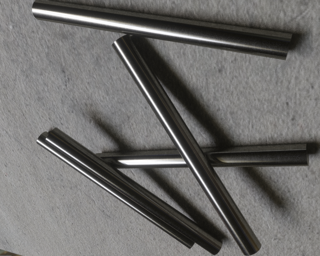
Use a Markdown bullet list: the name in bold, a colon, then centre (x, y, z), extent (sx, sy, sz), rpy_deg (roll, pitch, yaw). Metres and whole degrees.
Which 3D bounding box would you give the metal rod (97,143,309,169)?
- **metal rod**: centre (0.032, 0.041, 0.413), extent (0.300, 0.025, 0.025), rpy_deg (-5, 116, 30)

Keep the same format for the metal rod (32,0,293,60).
- **metal rod**: centre (-0.015, -0.113, 0.343), extent (0.301, 0.025, 0.025), rpy_deg (15, 124, 19)

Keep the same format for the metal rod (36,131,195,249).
- **metal rod**: centre (-0.072, 0.098, 0.503), extent (0.301, 0.025, 0.025), rpy_deg (33, 129, 6)

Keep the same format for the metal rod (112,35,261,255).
- **metal rod**: centre (0.034, 0.023, 0.374), extent (0.025, 0.025, 0.299), rpy_deg (-30, 94, 37)

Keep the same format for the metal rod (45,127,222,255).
- **metal rod**: centre (-0.034, 0.096, 0.458), extent (0.301, 0.025, 0.025), rpy_deg (36, 129, -6)
